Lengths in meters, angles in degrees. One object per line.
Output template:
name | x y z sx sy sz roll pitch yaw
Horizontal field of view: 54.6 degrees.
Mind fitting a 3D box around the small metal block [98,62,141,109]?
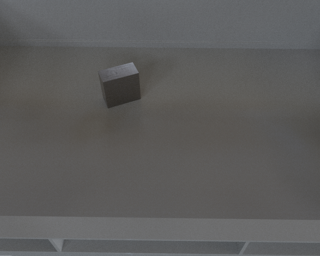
small metal block | -0.056 -0.060 0.439 0.050 0.050 0.025 -18 52 -14
